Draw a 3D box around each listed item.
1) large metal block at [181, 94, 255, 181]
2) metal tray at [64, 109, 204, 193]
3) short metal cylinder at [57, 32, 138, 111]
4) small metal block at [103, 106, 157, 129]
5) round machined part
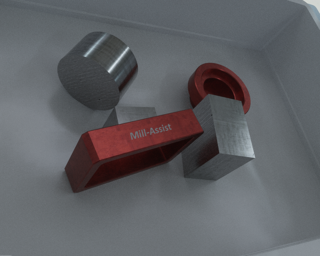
[{"bbox_3d":[0.068,0.015,0.400,0.050,0.080,0.080,9,58,-24],"label":"large metal block"},{"bbox_3d":[-0.027,0.024,0.335,0.131,0.090,0.030,-14,69,-34],"label":"metal tray"},{"bbox_3d":[-0.074,-0.067,0.373,0.080,0.080,0.050,33,51,-7],"label":"short metal cylinder"},{"bbox_3d":[-0.036,-0.002,0.373,0.050,0.050,0.025,-1,62,-29],"label":"small metal block"},{"bbox_3d":[0.085,-0.048,0.471,0.099,0.042,0.098,14,55,-21],"label":"round machined part"}]
